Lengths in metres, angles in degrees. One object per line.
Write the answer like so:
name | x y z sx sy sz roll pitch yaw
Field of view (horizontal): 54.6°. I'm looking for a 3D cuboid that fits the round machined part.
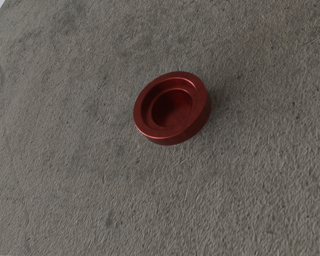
round machined part | 0.019 -0.021 0.397 0.098 0.042 0.098 -13 56 21
